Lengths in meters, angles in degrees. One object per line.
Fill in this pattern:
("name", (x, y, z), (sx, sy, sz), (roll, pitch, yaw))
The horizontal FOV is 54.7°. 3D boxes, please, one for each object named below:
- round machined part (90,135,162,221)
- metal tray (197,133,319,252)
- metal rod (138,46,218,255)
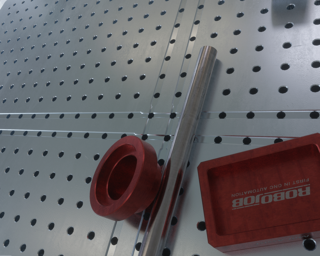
("round machined part", (-0.036, 0.061, 0.365), (0.098, 0.042, 0.098), (-33, 40, 33))
("metal tray", (0.108, 0.065, 0.307), (0.130, 0.030, 0.090), (-17, 55, 18))
("metal rod", (0.026, 0.023, 0.380), (0.025, 0.025, 0.300), (4, 63, 30))
